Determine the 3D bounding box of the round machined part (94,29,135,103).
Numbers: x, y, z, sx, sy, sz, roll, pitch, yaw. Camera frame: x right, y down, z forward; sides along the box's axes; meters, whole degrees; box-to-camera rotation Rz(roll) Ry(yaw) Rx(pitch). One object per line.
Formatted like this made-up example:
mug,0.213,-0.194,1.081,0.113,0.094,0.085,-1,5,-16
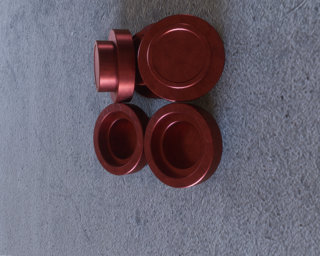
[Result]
round machined part,-0.064,-0.082,0.415,0.098,0.042,0.097,177,89,-73

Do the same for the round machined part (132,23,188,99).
round machined part,-0.010,-0.088,0.401,0.098,0.042,0.097,0,90,39

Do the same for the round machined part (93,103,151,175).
round machined part,-0.045,0.015,0.430,0.098,0.042,0.097,0,90,39

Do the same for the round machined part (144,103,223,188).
round machined part,0.031,0.020,0.368,0.098,0.042,0.097,0,90,39

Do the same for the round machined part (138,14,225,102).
round machined part,0.023,-0.078,0.346,0.099,0.042,0.097,1,95,8
